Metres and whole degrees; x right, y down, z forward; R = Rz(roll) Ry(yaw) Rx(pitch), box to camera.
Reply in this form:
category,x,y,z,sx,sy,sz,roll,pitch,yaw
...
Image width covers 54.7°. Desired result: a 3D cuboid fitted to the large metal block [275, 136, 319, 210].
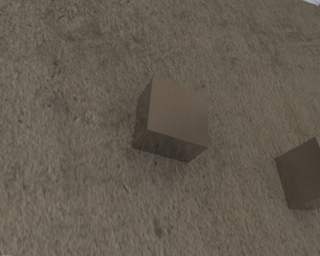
category,x,y,z,sx,sy,sz,roll,pitch,yaw
large metal block,0.224,0.069,0.450,0.050,0.080,0.080,10,58,-24

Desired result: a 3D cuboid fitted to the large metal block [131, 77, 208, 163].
category,x,y,z,sx,sy,sz,roll,pitch,yaw
large metal block,0.014,-0.009,0.403,0.081,0.050,0.080,17,55,-19

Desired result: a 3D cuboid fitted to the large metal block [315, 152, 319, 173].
category,x,y,z,sx,sy,sz,roll,pitch,yaw
large metal block,0.323,0.061,0.528,0.080,0.050,0.080,40,51,-2
